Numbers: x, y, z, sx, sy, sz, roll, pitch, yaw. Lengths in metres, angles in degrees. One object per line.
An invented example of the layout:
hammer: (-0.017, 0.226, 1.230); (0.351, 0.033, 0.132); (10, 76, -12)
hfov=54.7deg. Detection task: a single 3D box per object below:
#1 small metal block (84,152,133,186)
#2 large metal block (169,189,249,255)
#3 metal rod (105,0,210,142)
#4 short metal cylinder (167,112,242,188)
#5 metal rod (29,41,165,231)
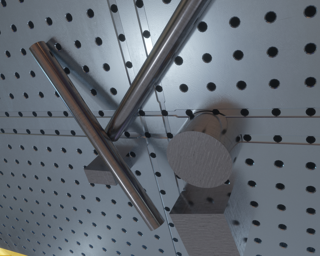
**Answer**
small metal block: (-0.078, 0.060, 0.471); (0.050, 0.050, 0.025); (0, 118, 28)
large metal block: (0.071, 0.136, 0.440); (0.080, 0.050, 0.080); (-10, 113, 32)
metal rod: (0.000, -0.082, 0.359); (0.025, 0.025, 0.298); (39, 129, 1)
short metal cylinder: (0.055, 0.026, 0.382); (0.080, 0.050, 0.079); (13, 124, 20)
metal rod: (-0.087, 0.011, 0.430); (0.025, 0.025, 0.299); (-34, 90, 38)
